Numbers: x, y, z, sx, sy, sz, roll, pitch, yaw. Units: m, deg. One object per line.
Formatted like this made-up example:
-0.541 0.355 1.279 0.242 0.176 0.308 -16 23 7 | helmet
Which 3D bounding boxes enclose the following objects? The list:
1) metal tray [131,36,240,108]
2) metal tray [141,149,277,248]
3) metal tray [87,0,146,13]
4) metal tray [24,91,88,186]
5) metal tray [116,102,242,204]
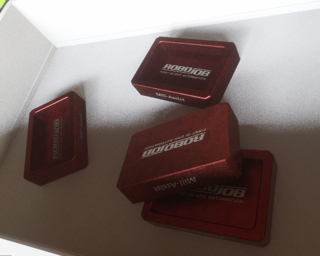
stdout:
0.033 -0.080 0.434 0.130 0.030 0.090 16 70 34 | metal tray
0.052 0.067 0.333 0.130 0.030 0.090 2 62 29 | metal tray
-0.075 -0.275 0.613 0.130 0.030 0.090 20 72 35 | metal tray
-0.159 0.014 0.477 0.090 0.030 0.130 -23 53 14 | metal tray
0.021 0.028 0.344 0.130 0.030 0.090 -19 34 25 | metal tray
